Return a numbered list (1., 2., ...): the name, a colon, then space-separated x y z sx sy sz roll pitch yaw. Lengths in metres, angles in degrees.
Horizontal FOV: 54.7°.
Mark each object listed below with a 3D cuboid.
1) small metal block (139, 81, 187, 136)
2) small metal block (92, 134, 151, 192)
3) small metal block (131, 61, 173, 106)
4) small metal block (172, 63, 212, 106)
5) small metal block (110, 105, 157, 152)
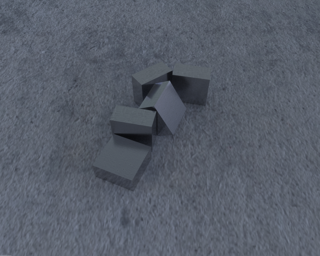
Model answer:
1. small metal block: 0.005 -0.025 0.404 0.025 0.050 0.050 -6 42 37
2. small metal block: -0.044 0.040 0.369 0.050 0.025 0.050 18 52 14
3. small metal block: -0.010 -0.058 0.435 0.050 0.050 0.025 -29 54 -22
4. small metal block: 0.044 -0.061 0.439 0.050 0.050 0.025 9 51 7
5. small metal block: -0.032 0.001 0.386 0.050 0.050 0.025 9 51 7
